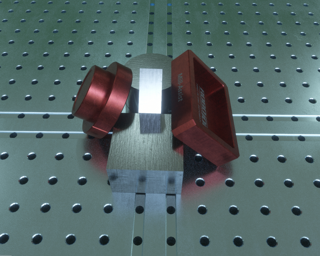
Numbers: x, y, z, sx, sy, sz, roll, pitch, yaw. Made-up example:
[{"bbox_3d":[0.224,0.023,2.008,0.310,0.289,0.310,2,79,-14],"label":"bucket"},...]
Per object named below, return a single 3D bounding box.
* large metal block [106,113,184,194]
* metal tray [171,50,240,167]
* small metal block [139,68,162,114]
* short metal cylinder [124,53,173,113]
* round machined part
[{"bbox_3d":[-0.014,0.029,0.366,0.080,0.050,0.080,2,50,1],"label":"large metal block"},{"bbox_3d":[0.055,-0.027,0.390,0.030,0.090,0.130,-30,40,32],"label":"metal tray"},{"bbox_3d":[-0.012,-0.043,0.372,0.025,0.050,0.050,2,92,-2],"label":"small metal block"},{"bbox_3d":[-0.011,-0.062,0.442,0.080,0.050,0.080,0,50,0],"label":"short metal cylinder"},{"bbox_3d":[-0.077,-0.039,0.387,0.042,0.098,0.098,24,45,-24],"label":"round machined part"}]
